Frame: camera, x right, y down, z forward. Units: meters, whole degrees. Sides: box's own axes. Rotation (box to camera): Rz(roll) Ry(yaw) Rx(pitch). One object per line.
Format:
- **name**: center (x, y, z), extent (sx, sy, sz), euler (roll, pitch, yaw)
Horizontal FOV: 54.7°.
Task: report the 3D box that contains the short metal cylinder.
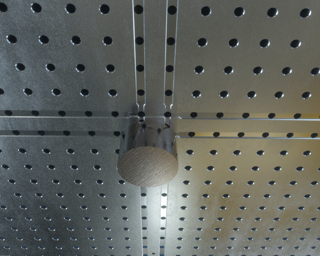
- **short metal cylinder**: center (-0.016, 0.037, 0.426), extent (0.081, 0.050, 0.079), euler (0, 130, 0)
